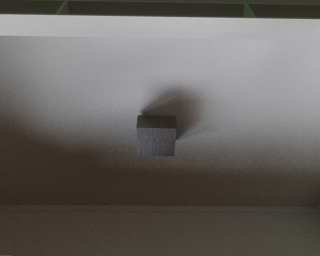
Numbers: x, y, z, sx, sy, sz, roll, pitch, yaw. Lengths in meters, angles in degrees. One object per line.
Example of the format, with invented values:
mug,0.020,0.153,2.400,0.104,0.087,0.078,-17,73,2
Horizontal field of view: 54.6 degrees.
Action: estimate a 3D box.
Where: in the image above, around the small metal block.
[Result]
small metal block,-0.005,0.011,0.413,0.050,0.025,0.050,1,130,-1
